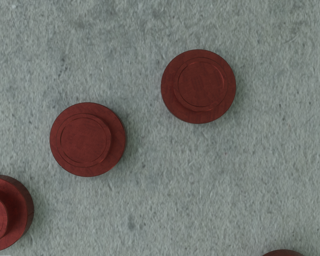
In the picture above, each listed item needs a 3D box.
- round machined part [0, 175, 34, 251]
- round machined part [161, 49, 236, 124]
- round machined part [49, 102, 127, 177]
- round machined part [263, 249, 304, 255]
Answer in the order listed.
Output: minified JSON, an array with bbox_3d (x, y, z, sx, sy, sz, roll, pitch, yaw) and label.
[{"bbox_3d":[-0.220,0.112,0.399,0.099,0.042,0.097,0,90,-1],"label":"round machined part"},{"bbox_3d":[0.050,-0.054,0.402,0.099,0.042,0.097,0,90,-1],"label":"round machined part"},{"bbox_3d":[-0.094,0.015,0.400,0.099,0.042,0.097,0,90,-1],"label":"round machined part"},{"bbox_3d":[0.161,0.206,0.404,0.099,0.042,0.097,0,90,-1],"label":"round machined part"}]
